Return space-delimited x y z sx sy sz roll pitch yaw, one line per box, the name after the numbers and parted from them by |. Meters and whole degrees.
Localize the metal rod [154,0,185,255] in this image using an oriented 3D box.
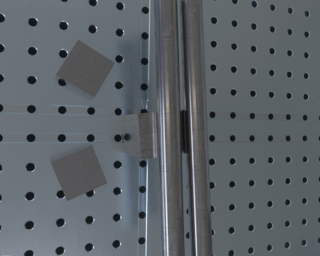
0.010 0.011 0.331 0.025 0.025 0.298 -2 91 -20 | metal rod

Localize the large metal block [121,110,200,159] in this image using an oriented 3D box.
0.002 0.005 0.385 0.081 0.080 0.050 -6 92 -20 | large metal block

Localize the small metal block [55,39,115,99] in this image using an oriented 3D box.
-0.092 -0.070 0.379 0.050 0.025 0.050 31 80 -18 | small metal block

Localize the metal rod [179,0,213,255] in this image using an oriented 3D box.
0.040 -0.004 0.342 0.025 0.025 0.298 -3 91 -20 | metal rod

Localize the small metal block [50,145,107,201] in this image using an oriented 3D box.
-0.099 0.053 0.377 0.050 0.025 0.050 -22 98 -19 | small metal block
